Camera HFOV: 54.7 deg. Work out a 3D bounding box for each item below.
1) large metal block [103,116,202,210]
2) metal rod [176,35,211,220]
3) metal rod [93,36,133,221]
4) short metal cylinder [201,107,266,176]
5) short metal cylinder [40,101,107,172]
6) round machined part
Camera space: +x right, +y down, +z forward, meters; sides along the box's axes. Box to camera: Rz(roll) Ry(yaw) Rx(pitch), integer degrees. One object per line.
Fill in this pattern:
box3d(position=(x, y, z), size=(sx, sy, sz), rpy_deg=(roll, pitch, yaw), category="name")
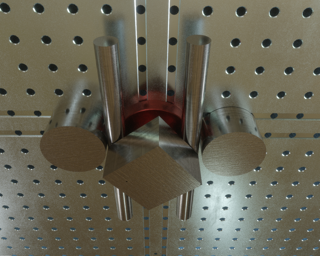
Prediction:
box3d(position=(-0.008, 0.045, 0.371), size=(0.080, 0.050, 0.080), rpy_deg=(-31, 124, 23), category="large metal block")
box3d(position=(0.039, 0.025, 0.406), size=(0.025, 0.025, 0.298), rpy_deg=(0, 130, 0), category="metal rod")
box3d(position=(-0.055, 0.027, 0.406), size=(0.025, 0.025, 0.298), rpy_deg=(0, 130, 0), category="metal rod")
box3d(position=(0.094, 0.019, 0.411), size=(0.081, 0.050, 0.079), rpy_deg=(0, 130, 0), category="short metal cylinder")
box3d(position=(-0.108, 0.012, 0.404), size=(0.081, 0.050, 0.079), rpy_deg=(0, 130, 0), category="short metal cylinder")
box3d(position=(-0.008, 0.014, 0.413), size=(0.099, 0.042, 0.097), rpy_deg=(0, 130, 0), category="round machined part")
